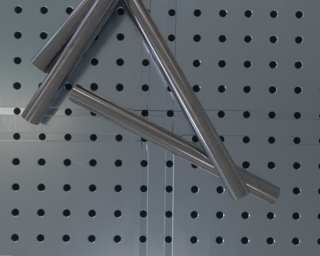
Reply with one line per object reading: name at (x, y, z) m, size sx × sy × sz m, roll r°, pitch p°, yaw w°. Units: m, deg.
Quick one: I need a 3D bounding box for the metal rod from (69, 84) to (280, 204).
metal rod at (0.020, 0.022, 0.413) m, size 0.301 × 0.025 × 0.025 m, roll 27°, pitch 90°, yaw 0°

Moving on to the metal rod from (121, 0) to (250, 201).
metal rod at (0.029, -0.047, 0.398) m, size 0.025 × 0.025 × 0.299 m, roll -29°, pitch 84°, yaw 0°

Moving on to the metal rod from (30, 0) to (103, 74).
metal rod at (-0.065, -0.195, 0.412) m, size 0.025 × 0.025 × 0.300 m, roll 40°, pitch 90°, yaw 0°

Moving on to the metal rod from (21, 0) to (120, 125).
metal rod at (-0.087, -0.133, 0.398) m, size 0.025 × 0.025 × 0.299 m, roll 35°, pitch 95°, yaw 0°
